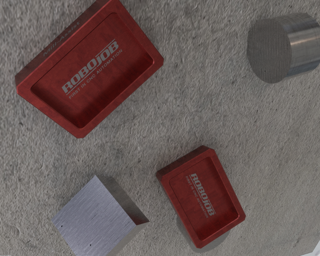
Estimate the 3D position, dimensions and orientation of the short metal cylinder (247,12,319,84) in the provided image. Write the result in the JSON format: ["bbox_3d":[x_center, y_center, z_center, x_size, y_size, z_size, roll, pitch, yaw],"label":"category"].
[{"bbox_3d":[0.157,-0.101,0.394,0.050,0.080,0.079,-18,126,-18],"label":"short metal cylinder"}]

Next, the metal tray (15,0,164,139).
[{"bbox_3d":[-0.071,-0.061,0.326,0.130,0.030,0.090,-43,130,1],"label":"metal tray"}]

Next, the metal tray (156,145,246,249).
[{"bbox_3d":[0.063,0.103,0.467,0.090,0.030,0.130,-29,103,-10],"label":"metal tray"}]

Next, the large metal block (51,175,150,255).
[{"bbox_3d":[-0.075,0.118,0.394,0.080,0.080,0.050,-45,160,3],"label":"large metal block"}]

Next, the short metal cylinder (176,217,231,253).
[{"bbox_3d":[0.076,0.167,0.535,0.081,0.050,0.079,-14,124,-21],"label":"short metal cylinder"}]
